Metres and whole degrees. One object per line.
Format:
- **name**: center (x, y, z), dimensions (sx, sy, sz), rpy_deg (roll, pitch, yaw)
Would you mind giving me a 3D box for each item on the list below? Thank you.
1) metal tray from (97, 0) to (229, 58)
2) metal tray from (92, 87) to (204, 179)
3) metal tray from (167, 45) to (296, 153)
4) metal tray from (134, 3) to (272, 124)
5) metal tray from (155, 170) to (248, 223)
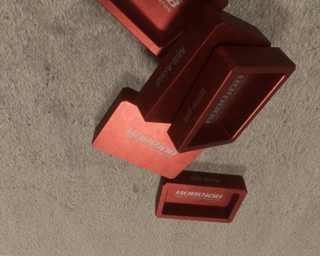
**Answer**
- **metal tray**: center (-0.011, -0.138, 0.285), dimensions (0.090, 0.030, 0.130), rpy_deg (-36, 122, 26)
- **metal tray**: center (-0.012, 0.012, 0.414), dimensions (0.131, 0.030, 0.090), rpy_deg (26, 125, -21)
- **metal tray**: center (0.073, -0.028, 0.337), dimensions (0.091, 0.030, 0.129), rpy_deg (-8, 144, -32)
- **metal tray**: center (0.043, -0.057, 0.330), dimensions (0.091, 0.030, 0.129), rpy_deg (3, 138, -43)
- **metal tray**: center (0.063, 0.112, 0.499), dimensions (0.131, 0.030, 0.089), rpy_deg (6, 130, -6)
